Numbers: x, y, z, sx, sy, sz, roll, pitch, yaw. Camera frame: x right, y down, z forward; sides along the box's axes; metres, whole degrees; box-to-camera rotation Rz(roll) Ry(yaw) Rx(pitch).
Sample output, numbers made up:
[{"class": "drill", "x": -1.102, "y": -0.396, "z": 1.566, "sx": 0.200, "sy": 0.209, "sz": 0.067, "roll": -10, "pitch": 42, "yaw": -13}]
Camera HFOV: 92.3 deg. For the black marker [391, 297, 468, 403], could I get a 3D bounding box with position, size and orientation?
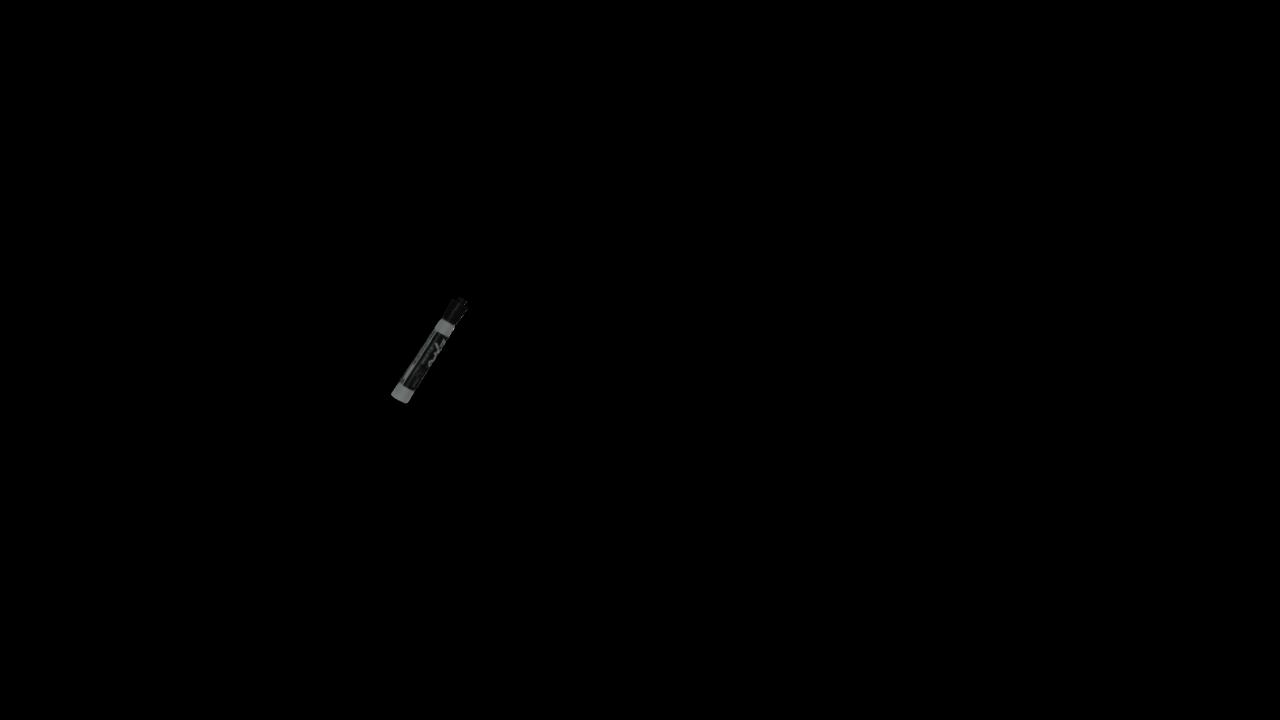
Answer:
[{"class": "black marker", "x": -0.213, "y": -0.012, "z": 0.629, "sx": 0.020, "sy": 0.121, "sz": 0.020, "roll": 31, "pitch": -5, "yaw": 3}]
